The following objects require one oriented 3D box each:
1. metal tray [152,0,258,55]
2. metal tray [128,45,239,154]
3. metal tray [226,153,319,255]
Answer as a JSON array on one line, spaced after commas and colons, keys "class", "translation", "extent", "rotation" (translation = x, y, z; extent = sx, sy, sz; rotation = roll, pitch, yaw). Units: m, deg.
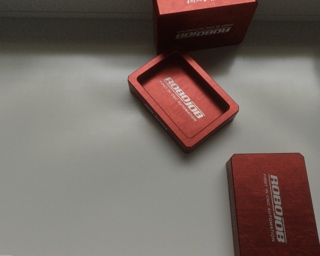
[{"class": "metal tray", "translation": [0.057, -0.146, 0.428], "extent": [0.131, 0.090, 0.030], "rotation": [-9, 71, -4]}, {"class": "metal tray", "translation": [0.030, -0.042, 0.422], "extent": [0.090, 0.030, 0.130], "rotation": [-37, 74, -13]}, {"class": "metal tray", "translation": [0.133, 0.097, 0.372], "extent": [0.091, 0.030, 0.130], "rotation": [-1, 70, -1]}]
